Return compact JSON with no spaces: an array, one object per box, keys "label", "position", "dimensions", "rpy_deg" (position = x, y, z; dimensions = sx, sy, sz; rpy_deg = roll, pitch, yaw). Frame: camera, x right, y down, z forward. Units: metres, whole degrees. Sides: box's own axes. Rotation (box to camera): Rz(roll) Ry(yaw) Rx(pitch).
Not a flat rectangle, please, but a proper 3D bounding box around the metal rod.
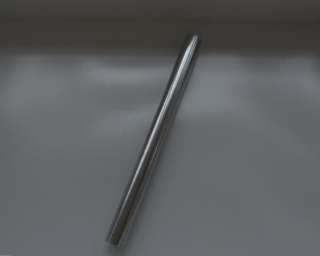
[{"label":"metal rod","position":[-0.001,0.002,0.406],"dimensions":[0.025,0.025,0.300],"rpy_deg":[19,71,7]}]
